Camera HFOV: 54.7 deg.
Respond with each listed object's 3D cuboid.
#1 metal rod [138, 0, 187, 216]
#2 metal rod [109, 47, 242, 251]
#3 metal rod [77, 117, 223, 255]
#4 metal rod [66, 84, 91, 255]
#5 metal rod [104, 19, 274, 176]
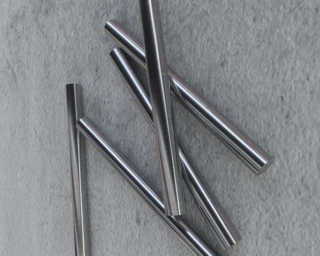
[{"bbox_3d":[-0.001,-0.050,0.369,0.025,0.025,0.298,-12,82,39],"label":"metal rod"},{"bbox_3d":[0.008,0.009,0.396,0.025,0.025,0.299,-45,63,30],"label":"metal rod"},{"bbox_3d":[-0.028,0.075,0.425,0.300,0.025,0.025,41,115,32],"label":"metal rod"},{"bbox_3d":[-0.135,0.076,0.513,0.025,0.025,0.298,-7,86,39],"label":"metal rod"},{"bbox_3d":[0.018,-0.055,0.388,0.300,0.025,0.025,47,118,29],"label":"metal rod"}]
